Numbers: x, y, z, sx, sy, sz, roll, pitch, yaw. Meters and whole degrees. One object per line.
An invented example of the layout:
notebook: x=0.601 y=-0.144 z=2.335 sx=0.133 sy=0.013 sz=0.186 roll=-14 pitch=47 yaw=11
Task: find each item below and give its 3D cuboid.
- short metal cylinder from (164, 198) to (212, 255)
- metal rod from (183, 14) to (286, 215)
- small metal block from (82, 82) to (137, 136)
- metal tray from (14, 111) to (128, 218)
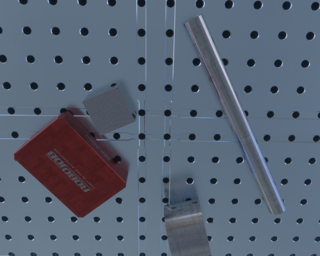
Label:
short metal cylinder: x=0.039 y=0.145 z=0.438 sx=0.050 sy=0.080 sz=0.080 roll=-13 pitch=110 yaw=4
metal rod: x=0.106 y=-0.004 z=0.413 sx=0.025 sy=0.025 sz=0.299 roll=-26 pitch=109 yaw=9
small metal block: x=-0.064 y=-0.025 z=0.403 sx=0.050 sy=0.025 sz=0.050 roll=-22 pitch=109 yaw=7
metal tray: x=-0.119 y=0.053 z=0.429 sx=0.090 sy=0.030 sz=0.130 roll=-37 pitch=106 yaw=12
